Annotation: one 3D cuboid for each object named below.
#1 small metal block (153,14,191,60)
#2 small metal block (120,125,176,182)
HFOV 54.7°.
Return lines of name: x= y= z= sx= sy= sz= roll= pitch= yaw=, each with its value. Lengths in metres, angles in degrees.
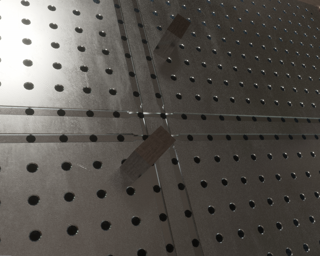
small metal block: x=0.019 y=-0.145 z=0.492 sx=0.025 sy=0.050 sz=0.050 roll=33 pitch=51 yaw=-7
small metal block: x=-0.015 y=0.031 z=0.367 sx=0.025 sy=0.050 sz=0.050 roll=45 pitch=51 yaw=2
